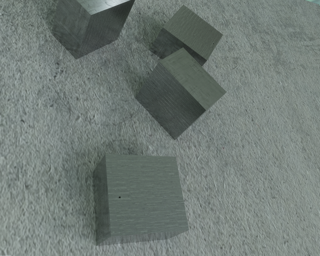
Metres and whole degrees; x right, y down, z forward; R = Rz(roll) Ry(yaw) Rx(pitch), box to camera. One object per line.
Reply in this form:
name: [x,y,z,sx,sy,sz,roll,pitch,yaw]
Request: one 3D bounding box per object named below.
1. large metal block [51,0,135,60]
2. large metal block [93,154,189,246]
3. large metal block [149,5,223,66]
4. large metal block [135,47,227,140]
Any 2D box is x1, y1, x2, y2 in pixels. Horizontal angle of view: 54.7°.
large metal block: [-0.089,-0.149,0.411,0.050,0.080,0.080,46,51,4]
large metal block: [-0.023,0.076,0.329,0.081,0.050,0.080,5,60,-26]
large metal block: [0.043,-0.137,0.494,0.080,0.050,0.080,36,51,-5]
large metal block: [0.025,-0.043,0.408,0.080,0.080,0.050,47,51,4]
